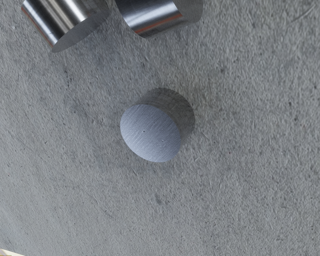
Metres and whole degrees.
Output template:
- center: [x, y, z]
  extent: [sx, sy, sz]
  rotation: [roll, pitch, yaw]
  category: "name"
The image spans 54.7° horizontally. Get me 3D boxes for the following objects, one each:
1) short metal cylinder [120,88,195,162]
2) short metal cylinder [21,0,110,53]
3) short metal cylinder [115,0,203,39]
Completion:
- center: [-0.002, -0.004, 0.389]
  extent: [0.080, 0.050, 0.079]
  rotation: [13, 124, 21]
  category: "short metal cylinder"
- center: [-0.104, -0.129, 0.346]
  extent: [0.080, 0.080, 0.050]
  rotation: [-28, 103, 37]
  category: "short metal cylinder"
- center: [0.000, -0.131, 0.291]
  extent: [0.050, 0.080, 0.080]
  rotation: [-10, 113, 32]
  category: "short metal cylinder"
